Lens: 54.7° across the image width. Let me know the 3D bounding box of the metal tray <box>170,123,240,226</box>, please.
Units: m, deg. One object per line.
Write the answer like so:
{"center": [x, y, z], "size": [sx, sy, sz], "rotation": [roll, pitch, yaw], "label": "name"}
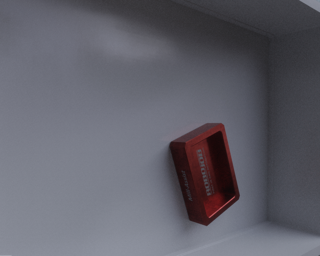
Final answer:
{"center": [0.071, 0.067, 0.465], "size": [0.091, 0.030, 0.129], "rotation": [-25, 106, -37], "label": "metal tray"}
